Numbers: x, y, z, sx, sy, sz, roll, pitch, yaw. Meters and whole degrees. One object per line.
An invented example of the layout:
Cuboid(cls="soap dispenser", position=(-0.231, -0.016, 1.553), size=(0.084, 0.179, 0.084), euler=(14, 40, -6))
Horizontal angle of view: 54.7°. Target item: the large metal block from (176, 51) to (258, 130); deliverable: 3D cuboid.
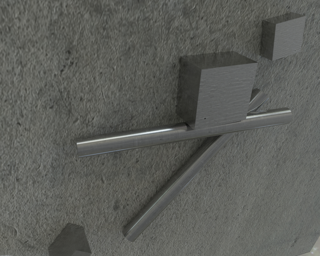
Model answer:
Cuboid(cls="large metal block", position=(0.070, -0.050, 0.400), size=(0.081, 0.050, 0.079), euler=(-11, 123, -23))

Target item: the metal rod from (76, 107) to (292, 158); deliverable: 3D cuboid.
Cuboid(cls="metal rod", position=(0.044, 0.003, 0.414), size=(0.302, 0.025, 0.025), euler=(-8, 123, -17))

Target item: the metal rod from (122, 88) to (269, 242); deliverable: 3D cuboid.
Cuboid(cls="metal rod", position=(0.051, 0.059, 0.473), size=(0.300, 0.025, 0.025), euler=(-47, 130, 5))

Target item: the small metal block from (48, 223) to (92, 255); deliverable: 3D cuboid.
Cuboid(cls="small metal block", position=(-0.126, 0.170, 0.428), size=(0.025, 0.050, 0.050), euler=(33, 100, -39))

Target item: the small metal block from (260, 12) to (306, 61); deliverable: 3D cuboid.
Cuboid(cls="small metal block", position=(0.167, -0.125, 0.423), size=(0.050, 0.025, 0.050), euler=(-20, 126, -17))
